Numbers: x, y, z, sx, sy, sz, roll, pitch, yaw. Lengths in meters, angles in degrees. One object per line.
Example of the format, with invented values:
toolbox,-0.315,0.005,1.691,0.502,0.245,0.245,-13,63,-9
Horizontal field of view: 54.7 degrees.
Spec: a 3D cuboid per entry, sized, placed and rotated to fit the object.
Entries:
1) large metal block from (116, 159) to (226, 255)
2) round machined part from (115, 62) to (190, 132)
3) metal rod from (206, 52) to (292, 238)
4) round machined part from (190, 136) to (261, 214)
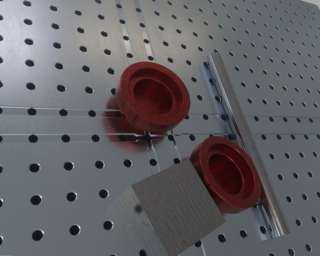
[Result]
large metal block,0.011,0.091,0.342,0.081,0.050,0.080,-20,72,-35
round machined part,-0.013,-0.037,0.413,0.099,0.042,0.098,14,56,-21
metal rod,0.126,0.010,0.469,0.025,0.025,0.299,0,62,-29
round machined part,0.077,0.062,0.394,0.099,0.042,0.098,21,47,-24
